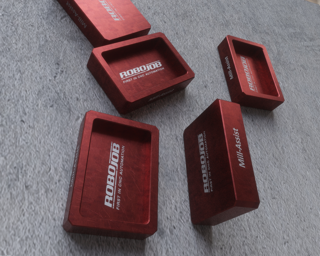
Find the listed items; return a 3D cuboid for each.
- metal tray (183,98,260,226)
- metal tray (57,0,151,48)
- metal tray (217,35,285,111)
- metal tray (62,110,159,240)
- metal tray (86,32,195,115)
[{"bbox_3d":[0.067,0.042,0.372,0.030,0.090,0.130,11,57,-22],"label":"metal tray"},{"bbox_3d":[-0.087,-0.177,0.462,0.091,0.030,0.130,-32,79,-38],"label":"metal tray"},{"bbox_3d":[0.158,-0.097,0.544,0.091,0.030,0.130,7,59,-25],"label":"metal tray"},{"bbox_3d":[-0.049,0.050,0.343,0.091,0.030,0.130,14,56,-20],"label":"metal tray"},{"bbox_3d":[-0.023,-0.082,0.437,0.131,0.030,0.090,-27,77,-37],"label":"metal tray"}]
